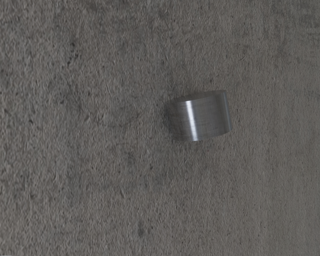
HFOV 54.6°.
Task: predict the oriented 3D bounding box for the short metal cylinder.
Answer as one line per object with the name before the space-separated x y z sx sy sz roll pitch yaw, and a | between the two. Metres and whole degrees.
short metal cylinder | 0.052 -0.018 0.411 0.081 0.080 0.050 -20 103 -38
